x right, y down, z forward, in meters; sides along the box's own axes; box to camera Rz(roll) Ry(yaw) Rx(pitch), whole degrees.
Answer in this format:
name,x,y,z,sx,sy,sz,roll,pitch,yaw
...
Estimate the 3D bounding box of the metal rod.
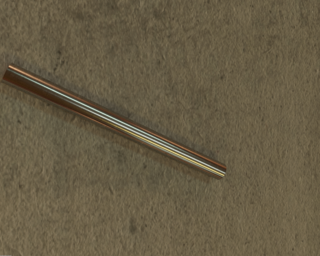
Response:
name,x,y,z,sx,sy,sz,roll,pitch,yaw
metal rod,-0.042,0.000,0.394,0.302,0.025,0.025,26,82,-19
